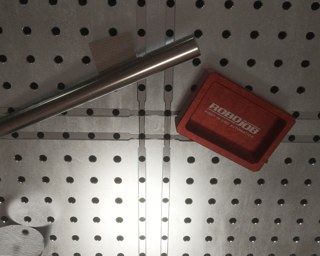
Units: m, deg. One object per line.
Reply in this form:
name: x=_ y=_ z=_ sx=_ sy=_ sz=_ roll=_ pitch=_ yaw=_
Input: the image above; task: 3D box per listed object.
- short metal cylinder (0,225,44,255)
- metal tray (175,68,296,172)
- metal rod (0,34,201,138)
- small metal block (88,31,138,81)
short metal cylinder: x=-0.215 y=0.188 z=0.450 sx=0.081 sy=0.080 sz=0.050 roll=15 pitch=109 yaw=-6
metal tray: x=0.097 y=-0.009 z=0.408 sx=0.131 sy=0.030 sz=0.090 roll=27 pitch=108 yaw=-10
metal rod: x=-0.096 y=-0.041 z=0.374 sx=0.301 sy=0.025 sz=0.025 roll=-20 pitch=109 yaw=15
small metal block: x=-0.053 y=-0.087 z=0.381 sx=0.050 sy=0.025 sz=0.050 roll=-14 pitch=110 yaw=4
